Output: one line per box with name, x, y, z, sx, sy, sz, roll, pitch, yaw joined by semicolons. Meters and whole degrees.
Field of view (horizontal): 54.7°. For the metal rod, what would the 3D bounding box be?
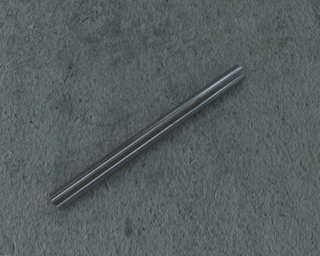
metal rod;-0.006;0.006;0.408;0.301;0.025;0.025;-35;74;-12
